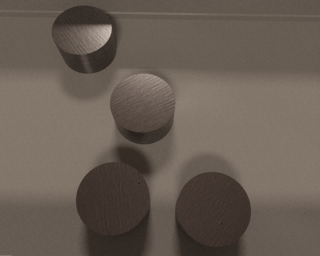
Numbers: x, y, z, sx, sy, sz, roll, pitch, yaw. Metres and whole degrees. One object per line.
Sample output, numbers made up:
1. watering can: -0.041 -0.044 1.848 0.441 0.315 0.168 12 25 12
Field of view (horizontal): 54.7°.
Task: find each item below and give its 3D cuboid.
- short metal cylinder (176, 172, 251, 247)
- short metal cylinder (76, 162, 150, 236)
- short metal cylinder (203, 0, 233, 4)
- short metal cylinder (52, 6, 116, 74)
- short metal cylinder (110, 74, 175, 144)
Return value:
1. short metal cylinder: 0.059 0.096 0.362 0.081 0.050 0.080 0 70 0
2. short metal cylinder: -0.052 0.085 0.365 0.081 0.050 0.080 0 70 0
3. short metal cylinder: 0.092 -0.237 0.470 0.081 0.080 0.050 1 70 0
4. short metal cylinder: -0.106 -0.125 0.441 0.081 0.050 0.080 0 70 0
5. short metal cylinder: -0.021 -0.024 0.405 0.081 0.050 0.080 0 70 0
